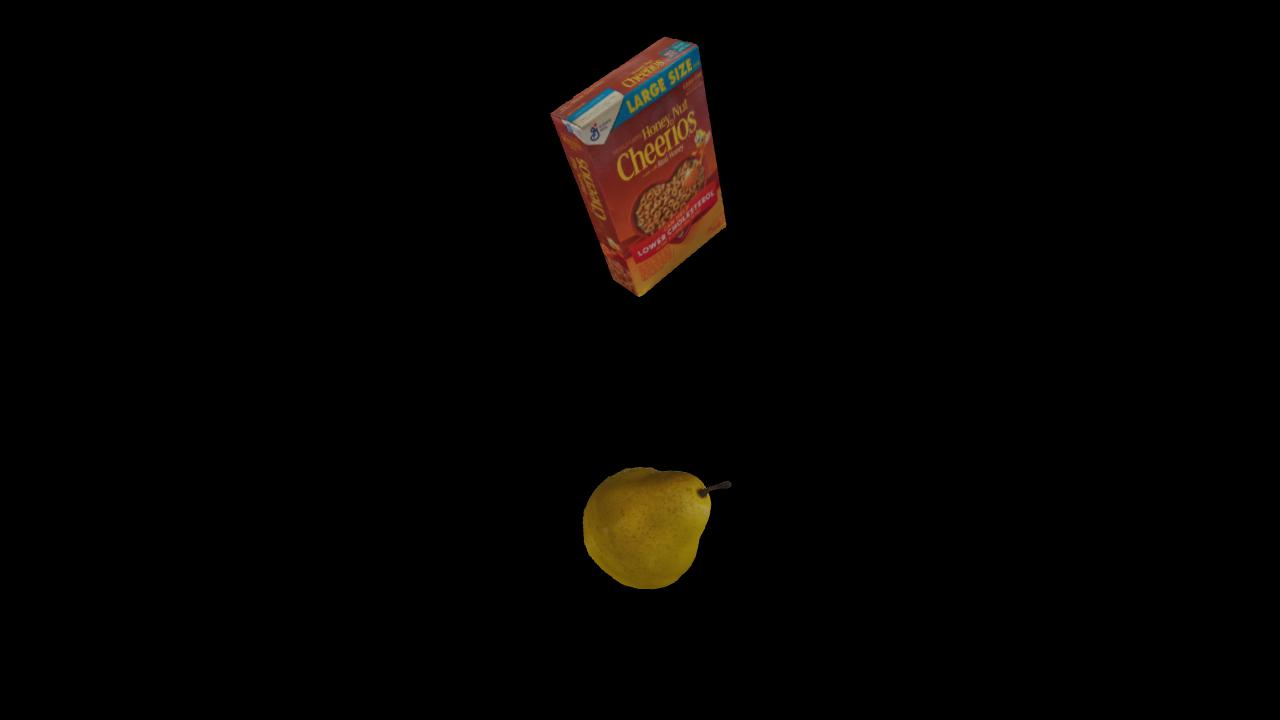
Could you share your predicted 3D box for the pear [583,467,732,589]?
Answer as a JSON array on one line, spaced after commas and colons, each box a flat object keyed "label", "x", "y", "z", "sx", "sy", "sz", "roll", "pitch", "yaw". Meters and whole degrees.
[{"label": "pear", "x": 0.011, "y": 0.097, "z": 0.390, "sx": 0.080, "sy": 0.080, "sz": 0.111, "roll": 0, "pitch": -37, "yaw": -32}]

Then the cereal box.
[{"label": "cereal box", "x": 0.015, "y": -0.264, "z": 0.886, "sx": 0.081, "sy": 0.203, "sz": 0.306, "roll": 38, "pitch": -20, "yaw": 35}]
